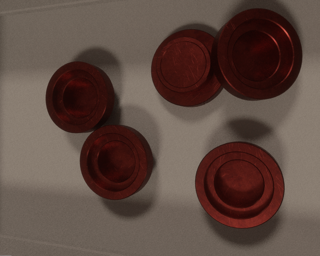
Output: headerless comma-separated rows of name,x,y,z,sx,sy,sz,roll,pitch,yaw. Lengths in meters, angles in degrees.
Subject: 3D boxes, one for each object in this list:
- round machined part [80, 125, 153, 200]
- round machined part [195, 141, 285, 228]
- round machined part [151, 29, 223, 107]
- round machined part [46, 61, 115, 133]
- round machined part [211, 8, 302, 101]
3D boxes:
round machined part,-0.055,0.044,0.420,0.098,0.042,0.097,0,90,19
round machined part,0.095,0.064,0.368,0.098,0.042,0.097,0,90,19
round machined part,0.034,-0.076,0.389,0.098,0.042,0.097,0,90,19
round machined part,-0.108,-0.042,0.438,0.098,0.042,0.097,0,90,19
round machined part,0.104,-0.079,0.350,0.099,0.042,0.097,0,90,-11
